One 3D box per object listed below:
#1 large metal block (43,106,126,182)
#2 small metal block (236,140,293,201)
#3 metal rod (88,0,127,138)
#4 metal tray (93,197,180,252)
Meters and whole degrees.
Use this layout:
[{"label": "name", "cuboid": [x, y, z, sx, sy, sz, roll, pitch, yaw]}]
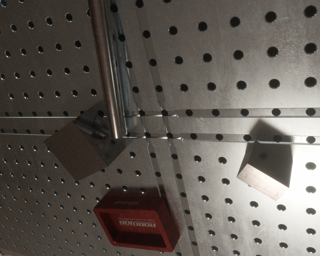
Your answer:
[{"label": "large metal block", "cuboid": [-0.114, 0.025, 0.469, 0.080, 0.050, 0.080, -28, 104, 37]}, {"label": "small metal block", "cuboid": [0.123, 0.048, 0.360, 0.050, 0.050, 0.025, 31, 128, 8]}, {"label": "metal rod", "cuboid": [-0.068, -0.120, 0.371, 0.025, 0.025, 0.298, 10, 123, 22]}, {"label": "metal tray", "cuboid": [-0.041, 0.163, 0.528, 0.130, 0.030, 0.090, -7, 115, 31]}]
